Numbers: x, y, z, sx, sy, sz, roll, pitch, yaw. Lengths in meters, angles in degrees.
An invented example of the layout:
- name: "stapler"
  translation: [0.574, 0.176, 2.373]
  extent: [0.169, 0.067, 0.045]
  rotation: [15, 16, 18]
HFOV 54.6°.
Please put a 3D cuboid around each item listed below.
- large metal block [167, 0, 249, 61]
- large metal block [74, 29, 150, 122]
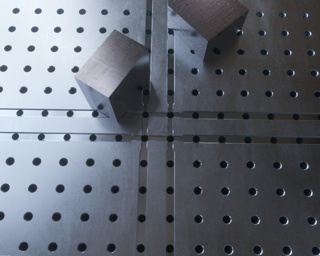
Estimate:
- name: "large metal block"
  translation: [0.068, -0.160, 0.458]
  extent: [0.080, 0.050, 0.080]
  rotation: [-40, 75, -13]
- name: "large metal block"
  translation: [-0.057, -0.065, 0.406]
  extent: [0.050, 0.080, 0.080]
  rotation: [32, 73, 11]
